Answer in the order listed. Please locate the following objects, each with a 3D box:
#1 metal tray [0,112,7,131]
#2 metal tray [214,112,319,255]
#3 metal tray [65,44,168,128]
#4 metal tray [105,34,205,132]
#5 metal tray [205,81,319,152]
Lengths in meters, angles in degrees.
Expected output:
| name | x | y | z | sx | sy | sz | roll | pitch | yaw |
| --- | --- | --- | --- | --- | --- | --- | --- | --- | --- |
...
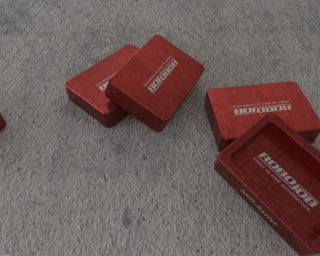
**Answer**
| name | x | y | z | sx | sy | sz | roll | pitch | yaw |
| --- | --- | --- | --- | --- | --- | --- | --- | --- | --- |
| metal tray | -0.283 | -0.002 | 0.399 | 0.130 | 0.030 | 0.090 | 16 | 52 | 13 |
| metal tray | 0.135 | 0.055 | 0.332 | 0.090 | 0.030 | 0.130 | -37 | 70 | -19 |
| metal tray | -0.058 | -0.067 | 0.455 | 0.090 | 0.030 | 0.131 | 35 | 58 | 25 |
| metal tray | -0.003 | -0.066 | 0.430 | 0.090 | 0.030 | 0.130 | 35 | 52 | 0 |
| metal tray | 0.134 | -0.017 | 0.415 | 0.131 | 0.030 | 0.090 | -6 | 50 | -5 |
